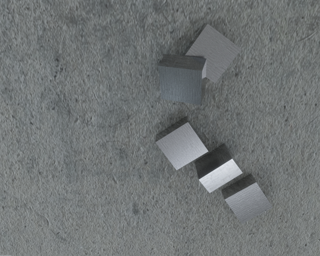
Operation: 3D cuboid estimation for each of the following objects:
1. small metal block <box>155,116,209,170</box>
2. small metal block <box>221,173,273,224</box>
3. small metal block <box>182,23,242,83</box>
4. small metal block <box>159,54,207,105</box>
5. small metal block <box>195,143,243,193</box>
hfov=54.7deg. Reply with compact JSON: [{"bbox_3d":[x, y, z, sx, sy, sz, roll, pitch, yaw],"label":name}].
[{"bbox_3d":[0.029,0.020,0.417,0.050,0.025,0.050,-33,107,11],"label":"small metal block"},{"bbox_3d":[0.126,0.102,0.449,0.050,0.025,0.050,-32,107,11],"label":"small metal block"},{"bbox_3d":[0.061,-0.091,0.377,0.050,0.025,0.050,33,107,-12],"label":"small metal block"},{"bbox_3d":[0.028,-0.058,0.371,0.050,0.025,0.050,10,138,14],"label":"small metal block"},{"bbox_3d":[0.077,0.053,0.416,0.050,0.050,0.025,-35,107,12],"label":"small metal block"}]
